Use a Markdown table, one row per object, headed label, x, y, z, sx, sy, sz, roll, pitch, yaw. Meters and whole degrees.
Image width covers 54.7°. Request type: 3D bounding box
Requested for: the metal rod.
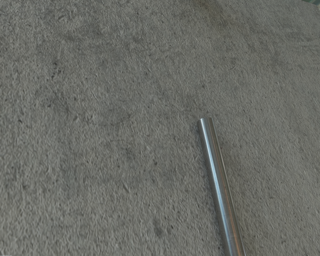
| label | x | y | z | sx | sy | sz | roll | pitch | yaw |
| --- | --- | --- | --- | --- | --- | --- | --- | --- | --- |
| metal rod | 0.085 | 0.122 | 0.376 | 0.025 | 0.025 | 0.299 | 6 | 59 | -26 |
